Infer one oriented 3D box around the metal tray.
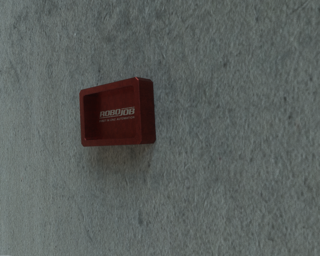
[{"bbox_3d":[-0.066,-0.019,0.457,0.130,0.030,0.090,-5,87,40],"label":"metal tray"}]
